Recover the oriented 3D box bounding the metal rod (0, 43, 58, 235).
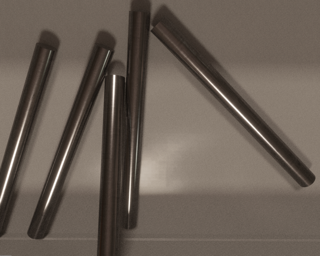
[{"bbox_3d":[-0.195,0.031,0.419,0.025,0.025,0.298,22,108,-8],"label":"metal rod"}]

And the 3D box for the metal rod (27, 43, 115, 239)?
[{"bbox_3d":[-0.127,0.030,0.420,0.025,0.025,0.298,22,108,-9],"label":"metal rod"}]

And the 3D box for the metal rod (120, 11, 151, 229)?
[{"bbox_3d":[-0.035,0.004,0.412,0.025,0.025,0.298,4,110,-2],"label":"metal rod"}]

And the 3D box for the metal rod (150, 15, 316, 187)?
[{"bbox_3d":[0.104,-0.025,0.403,0.300,0.025,0.025,43,104,-15],"label":"metal rod"}]

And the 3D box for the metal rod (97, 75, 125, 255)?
[{"bbox_3d":[-0.060,0.085,0.374,0.025,0.025,0.298,2,84,-1],"label":"metal rod"}]
